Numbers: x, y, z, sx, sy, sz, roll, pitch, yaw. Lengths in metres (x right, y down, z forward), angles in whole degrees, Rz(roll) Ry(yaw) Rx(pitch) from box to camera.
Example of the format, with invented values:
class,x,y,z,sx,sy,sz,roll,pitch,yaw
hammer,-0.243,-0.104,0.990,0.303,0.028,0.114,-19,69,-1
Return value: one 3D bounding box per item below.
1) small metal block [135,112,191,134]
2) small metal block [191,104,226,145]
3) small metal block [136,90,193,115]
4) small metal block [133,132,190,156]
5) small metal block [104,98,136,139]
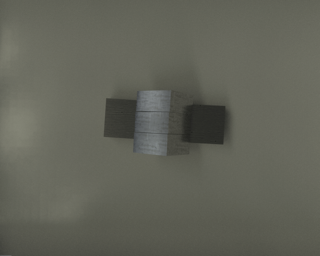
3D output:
class,x,y,z,sx,sy,sz,roll,pitch,yaw
small metal block,0.004,-0.006,0.387,0.050,0.050,0.025,2,90,36
small metal block,0.058,-0.005,0.411,0.050,0.025,0.050,3,90,-1
small metal block,0.006,-0.031,0.387,0.050,0.050,0.025,3,90,36
small metal block,0.003,0.019,0.387,0.050,0.050,0.025,2,90,36
small metal block,-0.045,-0.012,0.409,0.050,0.025,0.050,4,90,-1
